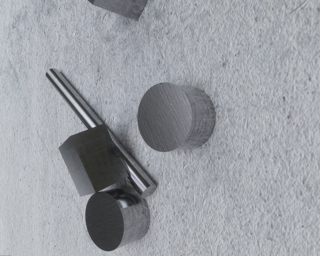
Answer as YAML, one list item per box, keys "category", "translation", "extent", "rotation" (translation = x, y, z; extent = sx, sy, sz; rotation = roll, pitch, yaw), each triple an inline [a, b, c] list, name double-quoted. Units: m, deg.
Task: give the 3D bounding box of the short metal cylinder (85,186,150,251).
- category: "short metal cylinder"
  translation: [-0.060, 0.126, 0.439]
  extent: [0.080, 0.050, 0.080]
  rotation: [0, 90, 40]

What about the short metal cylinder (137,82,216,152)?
- category: "short metal cylinder"
  translation: [0.019, -0.012, 0.373]
  extent: [0.080, 0.050, 0.080]
  rotation: [0, 90, 40]

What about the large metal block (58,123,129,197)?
- category: "large metal block"
  translation: [-0.097, 0.048, 0.442]
  extent: [0.080, 0.050, 0.080]
  rotation: [-28, 86, 58]

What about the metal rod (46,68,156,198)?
- category: "metal rod"
  translation: [-0.106, -0.007, 0.492]
  extent: [0.300, 0.025, 0.025]
  rotation: [45, 117, 30]

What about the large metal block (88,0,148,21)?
- category: "large metal block"
  translation: [-0.070, -0.198, 0.427]
  extent: [0.080, 0.081, 0.050]
  rotation: [46, 118, 30]
